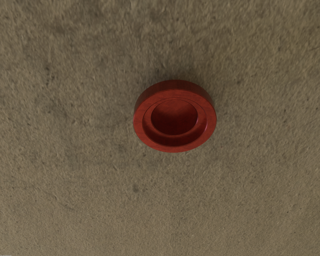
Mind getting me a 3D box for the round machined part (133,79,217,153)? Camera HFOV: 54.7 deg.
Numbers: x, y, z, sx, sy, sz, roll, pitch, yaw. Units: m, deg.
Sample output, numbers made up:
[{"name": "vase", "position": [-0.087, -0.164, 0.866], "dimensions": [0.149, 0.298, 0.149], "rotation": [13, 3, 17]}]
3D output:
[{"name": "round machined part", "position": [0.018, -0.018, 0.381], "dimensions": [0.099, 0.042, 0.097], "rotation": [-1, 130, 0]}]
